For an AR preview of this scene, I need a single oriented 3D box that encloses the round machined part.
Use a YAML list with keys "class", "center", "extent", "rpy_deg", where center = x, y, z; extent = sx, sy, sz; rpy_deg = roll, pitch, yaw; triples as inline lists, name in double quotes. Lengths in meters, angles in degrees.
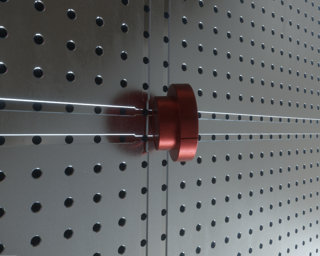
- class: "round machined part"
  center: [0.015, -0.006, 0.387]
  extent: [0.042, 0.098, 0.097]
  rpy_deg: [-2, 92, -9]
